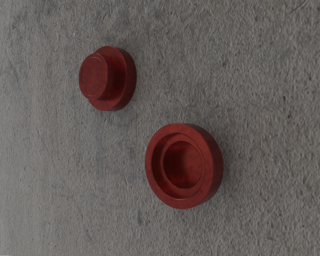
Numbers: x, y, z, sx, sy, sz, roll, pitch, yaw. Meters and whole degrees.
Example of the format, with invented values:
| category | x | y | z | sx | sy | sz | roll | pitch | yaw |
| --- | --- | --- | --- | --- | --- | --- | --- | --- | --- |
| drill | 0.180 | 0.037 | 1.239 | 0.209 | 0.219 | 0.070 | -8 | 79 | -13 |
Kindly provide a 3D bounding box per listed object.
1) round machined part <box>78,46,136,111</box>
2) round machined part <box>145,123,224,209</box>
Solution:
| category | x | y | z | sx | sy | sz | roll | pitch | yaw |
| --- | --- | --- | --- | --- | --- | --- | --- | --- | --- |
| round machined part | -0.085 | -0.074 | 0.464 | 0.098 | 0.042 | 0.097 | 0 | 90 | 40 |
| round machined part | 0.032 | 0.043 | 0.368 | 0.098 | 0.042 | 0.097 | 0 | 90 | 40 |
